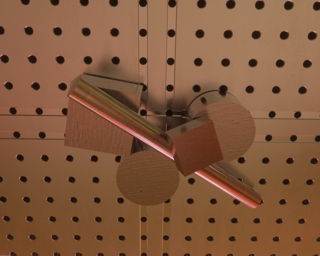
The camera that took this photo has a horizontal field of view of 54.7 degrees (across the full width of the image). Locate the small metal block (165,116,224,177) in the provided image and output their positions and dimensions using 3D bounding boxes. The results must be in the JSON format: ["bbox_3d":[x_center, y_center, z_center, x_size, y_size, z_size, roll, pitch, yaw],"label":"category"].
[{"bbox_3d":[0.039,0.020,0.357,0.050,0.025,0.050,-23,109,-11],"label":"small metal block"}]

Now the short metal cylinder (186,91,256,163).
[{"bbox_3d":[0.075,-0.002,0.396,0.081,0.050,0.079,0,110,0],"label":"short metal cylinder"}]

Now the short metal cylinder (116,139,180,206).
[{"bbox_3d":[-0.015,0.056,0.417,0.081,0.050,0.079,0,110,0],"label":"short metal cylinder"}]

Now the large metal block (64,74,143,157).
[{"bbox_3d":[-0.069,-0.017,0.387,0.081,0.050,0.079,10,110,-4],"label":"large metal block"}]

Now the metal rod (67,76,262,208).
[{"bbox_3d":[0.025,0.031,0.384,0.301,0.025,0.025,33,107,-27],"label":"metal rod"}]
